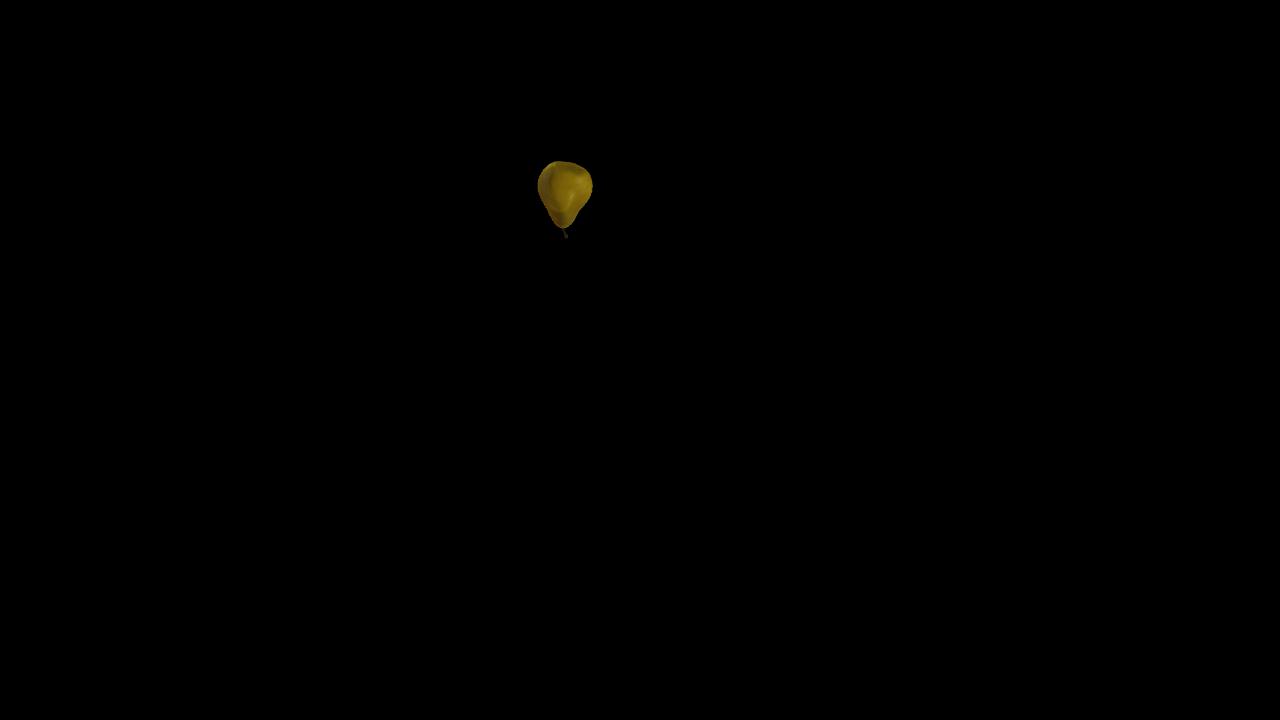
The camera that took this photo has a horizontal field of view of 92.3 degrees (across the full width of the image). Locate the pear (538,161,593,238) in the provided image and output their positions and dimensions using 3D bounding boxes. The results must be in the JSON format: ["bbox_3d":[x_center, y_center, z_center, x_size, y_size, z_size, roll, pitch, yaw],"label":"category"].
[{"bbox_3d":[-0.115,-0.233,0.905,0.080,0.111,0.080,14,30,-8],"label":"pear"}]
